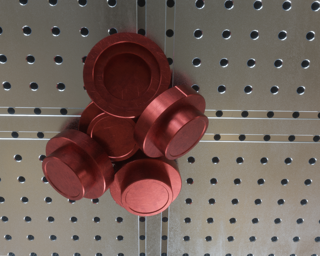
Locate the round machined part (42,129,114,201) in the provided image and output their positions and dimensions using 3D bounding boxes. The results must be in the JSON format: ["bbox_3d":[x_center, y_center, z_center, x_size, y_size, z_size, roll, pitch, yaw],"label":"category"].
[{"bbox_3d":[-0.111,0.054,0.397,0.098,0.042,0.097,17,128,24],"label":"round machined part"}]

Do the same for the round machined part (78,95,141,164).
[{"bbox_3d":[-0.057,0.004,0.404,0.099,0.042,0.097,0,110,-1],"label":"round machined part"}]

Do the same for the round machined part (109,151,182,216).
[{"bbox_3d":[-0.019,0.081,0.421,0.099,0.042,0.097,-3,122,-5],"label":"round machined part"}]

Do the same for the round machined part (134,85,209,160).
[{"bbox_3d":[0.020,0.000,0.373,0.042,0.099,0.098,45,109,28],"label":"round machined part"}]

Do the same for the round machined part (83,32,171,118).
[{"bbox_3d":[-0.039,-0.060,0.370,0.099,0.042,0.097,0,89,-6],"label":"round machined part"}]
